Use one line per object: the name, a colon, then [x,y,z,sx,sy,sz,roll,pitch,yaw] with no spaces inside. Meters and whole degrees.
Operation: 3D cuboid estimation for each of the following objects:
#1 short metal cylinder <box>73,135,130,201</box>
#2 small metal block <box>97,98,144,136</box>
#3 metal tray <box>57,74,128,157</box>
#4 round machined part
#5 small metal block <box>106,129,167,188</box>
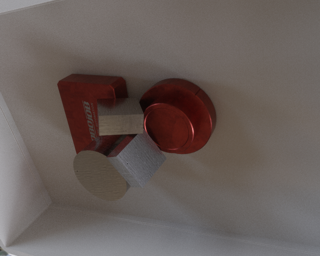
short metal cylinder: [-0.068,0.050,0.417,0.080,0.050,0.079,13,124,20]
small metal block: [-0.049,-0.015,0.372,0.050,0.050,0.025,-3,118,-13]
metal tray: [-0.086,-0.009,0.439,0.090,0.030,0.129,7,122,24]
round machined part: [0.016,-0.008,0.381,0.098,0.042,0.097,13,124,20]
small metal block: [-0.027,0.036,0.376,0.025,0.050,0.050,-12,121,53]
